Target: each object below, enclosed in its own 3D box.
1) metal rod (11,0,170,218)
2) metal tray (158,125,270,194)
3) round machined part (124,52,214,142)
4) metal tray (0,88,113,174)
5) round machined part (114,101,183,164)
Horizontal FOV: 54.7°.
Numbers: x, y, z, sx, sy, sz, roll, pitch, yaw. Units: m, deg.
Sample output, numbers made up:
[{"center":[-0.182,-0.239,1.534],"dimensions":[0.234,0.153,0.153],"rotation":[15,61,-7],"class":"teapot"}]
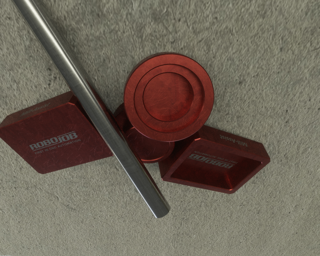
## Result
[{"center":[-0.065,-0.009,0.357],"dimensions":[0.025,0.025,0.299],"rotation":[-22,114,17],"class":"metal rod"},{"center":[0.075,0.047,0.432],"dimensions":[0.131,0.030,0.089],"rotation":[16,129,-27],"class":"metal tray"},{"center":[0.008,-0.037,0.352],"dimensions":[0.099,0.042,0.097],"rotation":[-2,109,-6],"class":"round machined part"},{"center":[-0.130,0.009,0.398],"dimensions":[0.130,0.030,0.090],"rotation":[-16,126,24],"class":"metal tray"},{"center":[-0.016,0.009,0.405],"dimensions":[0.099,0.042,0.097],"rotation":[0,130,0],"class":"round machined part"}]
